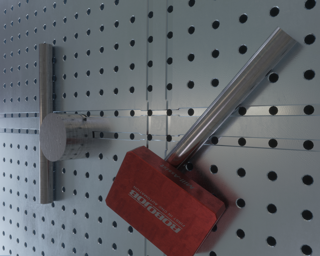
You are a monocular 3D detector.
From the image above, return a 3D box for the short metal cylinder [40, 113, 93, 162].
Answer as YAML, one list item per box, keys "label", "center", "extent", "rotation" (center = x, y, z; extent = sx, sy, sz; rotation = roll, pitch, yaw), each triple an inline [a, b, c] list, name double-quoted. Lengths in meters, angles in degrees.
- label: "short metal cylinder"
  center: [-0.160, 0.015, 0.525]
  extent: [0.080, 0.050, 0.079]
  rotation: [0, 90, 40]

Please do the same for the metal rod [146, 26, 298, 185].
- label: "metal rod"
  center: [0.043, 0.011, 0.373]
  extent: [0.298, 0.025, 0.025]
  rotation: [-52, 60, 27]

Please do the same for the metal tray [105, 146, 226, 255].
- label: "metal tray"
  center: [0.002, 0.094, 0.381]
  extent: [0.130, 0.030, 0.089]
  rotation: [34, 115, 19]

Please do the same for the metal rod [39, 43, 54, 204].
- label: "metal rod"
  center: [-0.216, -0.008, 0.587]
  extent: [0.025, 0.025, 0.298]
  rotation: [-1, 90, 40]
